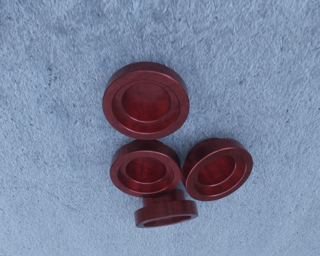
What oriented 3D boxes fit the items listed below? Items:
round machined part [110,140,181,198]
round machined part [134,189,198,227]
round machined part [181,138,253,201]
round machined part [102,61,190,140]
[{"bbox_3d":[-0.020,0.053,0.441,0.099,0.042,0.097,0,130,0],"label":"round machined part"},{"bbox_3d":[0.008,0.125,0.487,0.099,0.042,0.098,-9,155,-4],"label":"round machined part"},{"bbox_3d":[0.074,0.053,0.429,0.099,0.042,0.097,-11,128,-14],"label":"round machined part"},{"bbox_3d":[-0.016,-0.035,0.366,0.099,0.042,0.097,0,130,0],"label":"round machined part"}]
